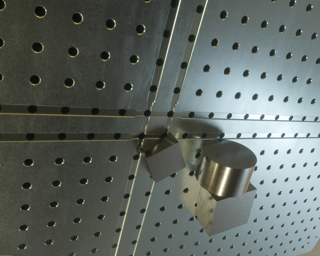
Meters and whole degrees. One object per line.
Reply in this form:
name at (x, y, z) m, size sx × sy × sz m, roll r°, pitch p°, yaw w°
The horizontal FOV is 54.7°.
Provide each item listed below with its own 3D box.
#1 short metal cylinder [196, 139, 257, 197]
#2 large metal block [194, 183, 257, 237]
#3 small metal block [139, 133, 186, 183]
short metal cylinder at (0.098, 0.058, 0.465) m, size 0.081 × 0.080 × 0.050 m, roll -5°, pitch 121°, yaw -26°
large metal block at (0.112, 0.130, 0.536) m, size 0.081 × 0.050 × 0.079 m, roll -10°, pitch 123°, yaw -23°
small metal block at (0.005, 0.043, 0.440) m, size 0.050 × 0.025 × 0.050 m, roll -27°, pitch 128°, yaw -12°
